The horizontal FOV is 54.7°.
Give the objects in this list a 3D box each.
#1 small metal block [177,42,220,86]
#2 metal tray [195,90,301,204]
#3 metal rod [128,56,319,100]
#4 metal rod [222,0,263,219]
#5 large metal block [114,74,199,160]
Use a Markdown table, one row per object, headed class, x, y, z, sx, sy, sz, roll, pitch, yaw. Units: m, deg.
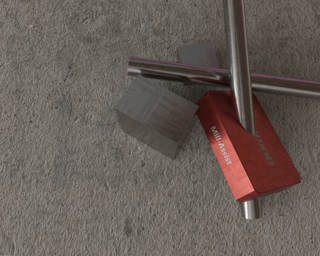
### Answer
| class | x | y | z | sx | sy | sz | roll | pitch | yaw |
| --- | --- | --- | --- | --- | --- | --- | --- | --- | --- |
| small metal block | 0.054 | -0.092 | 0.442 | 0.050 | 0.025 | 0.050 | -10 | 70 | -4 |
| metal tray | 0.104 | 0.017 | 0.372 | 0.091 | 0.030 | 0.130 | -3 | 61 | -37 |
| metal rod | 0.109 | -0.063 | 0.414 | 0.302 | 0.025 | 0.025 | 6 | 70 | -5 |
| metal rod | 0.097 | -0.043 | 0.369 | 0.025 | 0.025 | 0.298 | -5 | 91 | -2 |
| large metal block | -0.004 | -0.010 | 0.383 | 0.080 | 0.080 | 0.050 | 29 | 73 | 10 |
